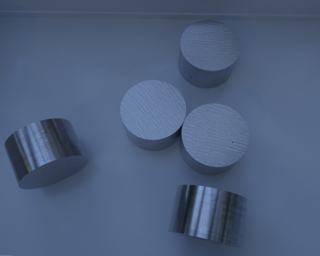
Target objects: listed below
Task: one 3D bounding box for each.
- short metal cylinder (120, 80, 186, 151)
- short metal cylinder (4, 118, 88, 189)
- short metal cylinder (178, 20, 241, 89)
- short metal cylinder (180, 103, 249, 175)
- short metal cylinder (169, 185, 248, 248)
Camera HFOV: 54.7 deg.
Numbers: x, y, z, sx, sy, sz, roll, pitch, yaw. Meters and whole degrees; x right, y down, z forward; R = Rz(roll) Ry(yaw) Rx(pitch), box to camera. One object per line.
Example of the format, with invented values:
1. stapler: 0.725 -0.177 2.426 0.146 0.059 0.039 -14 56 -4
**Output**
1. short metal cylinder: -0.008 -0.015 0.402 0.081 0.050 0.080 0 70 0
2. short metal cylinder: -0.134 0.031 0.368 0.080 0.080 0.050 -26 72 -9
3. short metal cylinder: 0.067 -0.102 0.434 0.081 0.050 0.080 0 70 0
4. short metal cylinder: 0.066 0.016 0.391 0.081 0.050 0.080 0 70 0
5. short metal cylinder: 0.054 0.098 0.345 0.080 0.080 0.050 12 71 4
